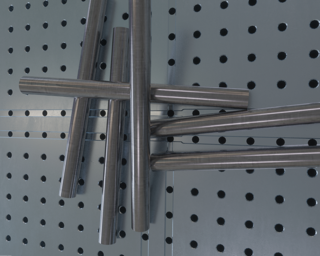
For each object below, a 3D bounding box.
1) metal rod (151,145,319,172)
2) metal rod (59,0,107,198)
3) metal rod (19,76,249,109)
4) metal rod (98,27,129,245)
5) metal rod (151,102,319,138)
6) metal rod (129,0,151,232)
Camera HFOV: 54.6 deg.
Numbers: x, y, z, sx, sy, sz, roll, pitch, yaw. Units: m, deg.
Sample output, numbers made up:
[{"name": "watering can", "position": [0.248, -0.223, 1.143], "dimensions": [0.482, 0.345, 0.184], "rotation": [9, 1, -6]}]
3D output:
[{"name": "metal rod", "position": [0.132, 0.035, 0.365], "dimensions": [0.301, 0.025, 0.025], "rotation": [-4, 89, 20]}, {"name": "metal rod", "position": [-0.112, -0.046, 0.452], "dimensions": [0.025, 0.025, 0.298], "rotation": [11, 94, 20]}, {"name": "metal rod", "position": [-0.041, -0.047, 0.403], "dimensions": [0.301, 0.025, 0.025], "rotation": [5, 92, 11]}, {"name": "metal rod", "position": [-0.063, 0.012, 0.435], "dimensions": [0.025, 0.025, 0.298], "rotation": [5, 92, 20]}, {"name": "metal rod", "position": [0.115, -0.011, 0.372], "dimensions": [0.301, 0.025, 0.025], "rotation": [-6, 88, 20]}, {"name": "metal rod", "position": [-0.024, -0.009, 0.383], "dimensions": [0.025, 0.025, 0.298], "rotation": [7, 107, 20]}]
